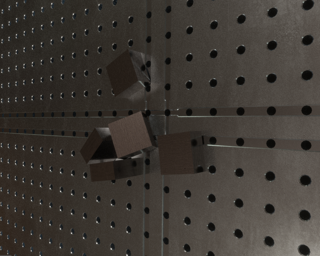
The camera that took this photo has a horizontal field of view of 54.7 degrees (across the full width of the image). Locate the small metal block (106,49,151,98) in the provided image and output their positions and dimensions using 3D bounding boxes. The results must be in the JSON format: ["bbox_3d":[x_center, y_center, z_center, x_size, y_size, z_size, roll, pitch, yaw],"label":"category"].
[{"bbox_3d":[-0.047,-0.077,0.446,0.050,0.025,0.050,-29,72,36],"label":"small metal block"}]

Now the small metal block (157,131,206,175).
[{"bbox_3d":[0.026,0.031,0.386,0.050,0.025,0.050,-9,84,39],"label":"small metal block"}]

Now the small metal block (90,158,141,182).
[{"bbox_3d":[-0.064,0.060,0.443,0.050,0.050,0.025,-12,83,39],"label":"small metal block"}]

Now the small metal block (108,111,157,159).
[{"bbox_3d":[-0.038,0.011,0.426,0.050,0.025,0.050,-21,75,11],"label":"small metal block"}]

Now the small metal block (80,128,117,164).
[{"bbox_3d":[-0.081,0.026,0.458,0.050,0.050,0.025,-52,59,27],"label":"small metal block"}]
